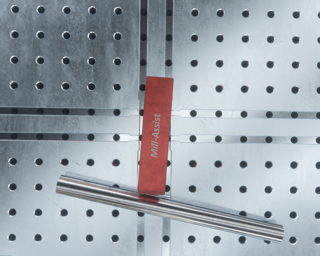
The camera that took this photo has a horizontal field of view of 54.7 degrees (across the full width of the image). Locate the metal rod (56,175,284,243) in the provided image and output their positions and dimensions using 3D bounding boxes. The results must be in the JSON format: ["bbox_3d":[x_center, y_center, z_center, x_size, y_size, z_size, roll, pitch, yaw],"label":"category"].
[{"bbox_3d":[0.013,0.108,0.413,0.302,0.025,0.025,13,90,-1],"label":"metal rod"}]

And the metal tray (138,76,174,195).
[{"bbox_3d":[-0.004,0.008,0.380,0.030,0.090,0.129,4,90,1],"label":"metal tray"}]
